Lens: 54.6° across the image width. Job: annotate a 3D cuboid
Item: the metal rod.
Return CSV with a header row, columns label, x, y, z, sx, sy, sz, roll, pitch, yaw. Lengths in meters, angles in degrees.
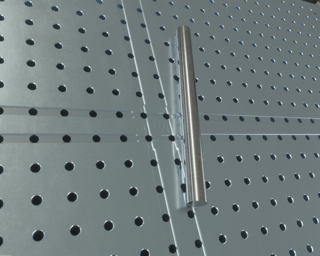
label,x,y,z,sx,sy,sz,roll,pitch,yaw
metal rod,0.042,-0.037,0.452,0.025,0.025,0.300,12,57,-22
